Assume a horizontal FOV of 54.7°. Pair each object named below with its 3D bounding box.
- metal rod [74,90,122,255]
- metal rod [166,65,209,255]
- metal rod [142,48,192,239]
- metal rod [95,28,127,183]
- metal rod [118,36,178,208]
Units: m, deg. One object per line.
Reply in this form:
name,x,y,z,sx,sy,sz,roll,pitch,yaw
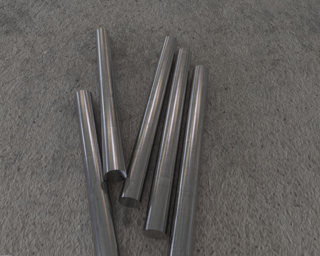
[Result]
metal rod,-0.070,0.066,0.347,0.025,0.025,0.300,-12,51,-10
metal rod,0.039,0.026,0.380,0.025,0.025,0.300,7,50,6
metal rod,0.017,-0.006,0.408,0.025,0.025,0.300,7,50,5
metal rod,-0.074,-0.055,0.439,0.025,0.025,0.300,-8,48,-6
metal rod,-0.007,-0.033,0.430,0.025,0.025,0.300,8,50,6
